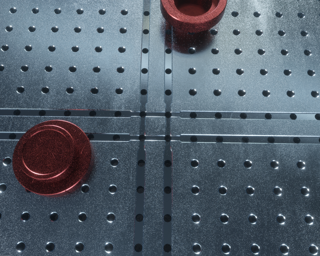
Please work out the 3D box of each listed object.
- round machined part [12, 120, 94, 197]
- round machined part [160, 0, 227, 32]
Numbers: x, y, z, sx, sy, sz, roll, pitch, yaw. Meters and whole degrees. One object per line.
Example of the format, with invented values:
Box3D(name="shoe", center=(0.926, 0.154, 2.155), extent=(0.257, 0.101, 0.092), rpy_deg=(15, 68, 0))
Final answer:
Box3D(name="round machined part", center=(-0.136, 0.035, 0.388), extent=(0.099, 0.042, 0.098), rpy_deg=(0, 70, -1))
Box3D(name="round machined part", center=(0.049, -0.186, 0.471), extent=(0.099, 0.042, 0.098), rpy_deg=(0, 70, -1))
